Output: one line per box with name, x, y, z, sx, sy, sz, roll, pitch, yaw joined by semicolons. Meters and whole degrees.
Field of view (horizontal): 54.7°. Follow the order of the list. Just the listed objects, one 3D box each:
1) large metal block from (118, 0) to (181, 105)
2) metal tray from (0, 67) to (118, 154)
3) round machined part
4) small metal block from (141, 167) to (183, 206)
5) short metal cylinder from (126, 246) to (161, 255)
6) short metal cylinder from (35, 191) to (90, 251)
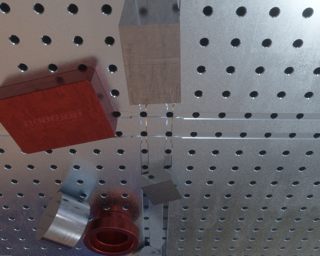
large metal block;-0.007;-0.079;0.308;0.050;0.080;0.079;-2;130;2
metal tray;-0.130;-0.018;0.391;0.131;0.030;0.090;-11;130;9
round machined part;-0.086;0.188;0.559;0.099;0.042;0.097;0;130;0
small metal block;0.003;0.093;0.491;0.050;0.025;0.050;-17;128;14
short metal cylinder;-0.033;0.284;0.617;0.050;0.080;0.080;-34;123;25
short metal cylinder;-0.157;0.150;0.502;0.050;0.080;0.080;32;123;-24
